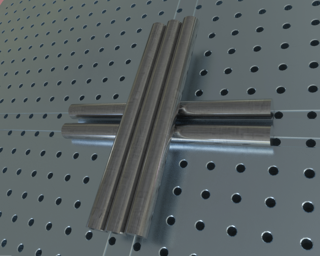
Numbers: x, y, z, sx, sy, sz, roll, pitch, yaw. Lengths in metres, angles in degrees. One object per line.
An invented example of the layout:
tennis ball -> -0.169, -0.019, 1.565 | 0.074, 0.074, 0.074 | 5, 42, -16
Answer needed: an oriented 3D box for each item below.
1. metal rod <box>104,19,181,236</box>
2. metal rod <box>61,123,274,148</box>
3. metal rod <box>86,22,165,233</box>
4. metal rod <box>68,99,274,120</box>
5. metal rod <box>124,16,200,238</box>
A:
metal rod -> -0.013, -0.019, 0.394 | 0.025, 0.025, 0.300 | 1, 62, 28
metal rod -> -0.011, 0.007, 0.408 | 0.300, 0.025, 0.025 | 1, 62, 28
metal rod -> -0.035, -0.019, 0.405 | 0.025, 0.025, 0.300 | 1, 62, 28
metal rod -> -0.004, -0.024, 0.424 | 0.300, 0.025, 0.025 | 1, 62, 28
metal rod -> 0.010, -0.020, 0.383 | 0.025, 0.025, 0.300 | 1, 62, 28
